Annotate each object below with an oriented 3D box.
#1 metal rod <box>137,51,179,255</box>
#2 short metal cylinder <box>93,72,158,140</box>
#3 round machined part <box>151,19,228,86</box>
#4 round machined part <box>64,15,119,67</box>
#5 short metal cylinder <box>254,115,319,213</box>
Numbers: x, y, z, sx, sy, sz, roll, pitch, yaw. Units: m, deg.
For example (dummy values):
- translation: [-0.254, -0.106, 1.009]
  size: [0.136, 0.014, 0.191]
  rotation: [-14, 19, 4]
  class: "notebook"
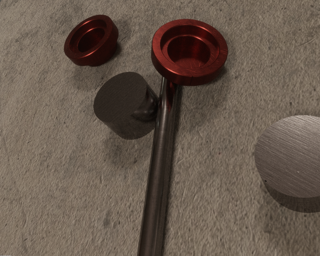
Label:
- translation: [0.005, 0.010, 0.394]
  size: [0.025, 0.025, 0.299]
  rotation: [-7, 59, 24]
  class: "metal rod"
- translation: [-0.043, -0.030, 0.428]
  size: [0.080, 0.050, 0.080]
  rotation: [-13, 56, 20]
  class: "short metal cylinder"
- translation: [0.037, -0.095, 0.414]
  size: [0.099, 0.042, 0.098]
  rotation: [2, 62, -4]
  class: "round machined part"
- translation: [-0.114, -0.147, 0.541]
  size: [0.098, 0.042, 0.098]
  rotation: [-13, 56, 20]
  class: "round machined part"
- translation: [0.136, 0.035, 0.295]
  size: [0.080, 0.050, 0.080]
  rotation: [-13, 56, 20]
  class: "short metal cylinder"
